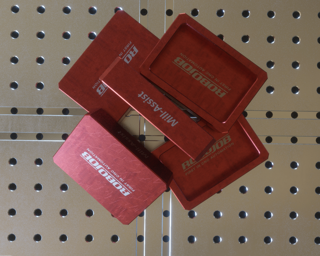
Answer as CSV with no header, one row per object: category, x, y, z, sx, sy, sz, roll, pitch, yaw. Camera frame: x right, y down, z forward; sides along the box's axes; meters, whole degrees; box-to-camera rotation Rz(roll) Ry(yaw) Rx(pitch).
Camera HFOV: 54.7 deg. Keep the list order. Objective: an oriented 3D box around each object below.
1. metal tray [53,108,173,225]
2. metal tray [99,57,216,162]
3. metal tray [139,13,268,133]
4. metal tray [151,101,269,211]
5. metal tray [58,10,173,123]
metal tray,-0.060,0.050,0.391,0.130,0.030,0.090,42,115,-1
metal tray,-0.002,-0.019,0.350,0.130,0.090,0.030,41,90,-1
metal tray,0.052,-0.065,0.381,0.130,0.030,0.090,36,90,-1
metal tray,0.063,0.035,0.410,0.130,0.030,0.090,-34,90,-1
metal tray,-0.057,-0.076,0.409,0.090,0.030,0.130,39,90,-1
